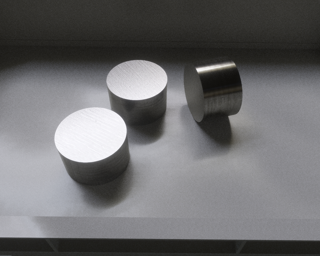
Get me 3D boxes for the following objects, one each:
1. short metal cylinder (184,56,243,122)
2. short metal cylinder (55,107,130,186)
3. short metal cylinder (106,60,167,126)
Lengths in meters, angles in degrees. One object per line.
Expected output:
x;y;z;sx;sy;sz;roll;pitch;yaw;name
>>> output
0.068;-0.052;0.414;0.050;0.080;0.080;-12;51;-10;short metal cylinder
-0.078;0.021;0.370;0.081;0.050;0.080;0;50;0;short metal cylinder
-0.031;-0.050;0.430;0.081;0.050;0.080;0;50;0;short metal cylinder
